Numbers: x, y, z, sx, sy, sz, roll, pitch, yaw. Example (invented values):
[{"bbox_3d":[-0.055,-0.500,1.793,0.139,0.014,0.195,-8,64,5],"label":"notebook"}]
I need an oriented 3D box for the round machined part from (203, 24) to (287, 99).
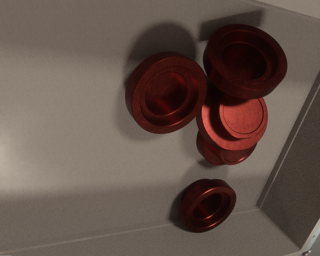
[{"bbox_3d":[0.100,-0.077,0.382,0.099,0.098,0.042,-19,159,-18],"label":"round machined part"}]

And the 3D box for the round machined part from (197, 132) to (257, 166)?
[{"bbox_3d":[0.108,0.017,0.470,0.099,0.042,0.097,-14,125,-21],"label":"round machined part"}]

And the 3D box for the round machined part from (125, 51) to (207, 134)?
[{"bbox_3d":[0.004,-0.045,0.374,0.099,0.042,0.097,-14,125,-21],"label":"round machined part"}]

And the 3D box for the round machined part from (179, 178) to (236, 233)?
[{"bbox_3d":[0.075,0.124,0.518,0.099,0.042,0.097,-14,125,-21],"label":"round machined part"}]

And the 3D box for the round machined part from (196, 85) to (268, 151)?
[{"bbox_3d":[0.101,-0.018,0.412,0.099,0.042,0.097,1,85,-14],"label":"round machined part"}]
